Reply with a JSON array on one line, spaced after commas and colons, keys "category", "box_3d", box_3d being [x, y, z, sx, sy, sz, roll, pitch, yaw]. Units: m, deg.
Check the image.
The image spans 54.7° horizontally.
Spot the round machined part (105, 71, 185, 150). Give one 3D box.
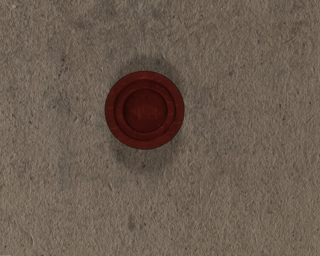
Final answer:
[{"category": "round machined part", "box_3d": [-0.019, -0.022, 0.401, 0.099, 0.042, 0.097, 0, 90, -1]}]
